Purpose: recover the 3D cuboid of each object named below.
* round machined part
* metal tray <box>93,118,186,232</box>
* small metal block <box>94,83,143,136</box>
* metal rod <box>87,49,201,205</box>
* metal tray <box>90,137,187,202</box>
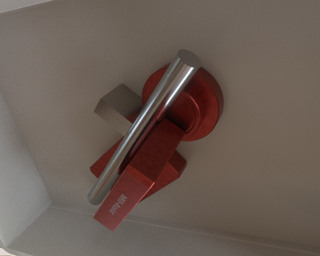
[{"bbox_3d":[0.022,-0.025,0.367,0.098,0.042,0.097,13,124,20],"label":"round machined part"},{"bbox_3d":[-0.026,0.057,0.363,0.030,0.090,0.129,36,135,1],"label":"metal tray"},{"bbox_3d":[-0.047,-0.024,0.399,0.050,0.050,0.025,39,129,1],"label":"small metal block"},{"bbox_3d":[-0.037,0.023,0.389,0.025,0.025,0.298,38,133,2],"label":"metal rod"},{"bbox_3d":[-0.036,0.057,0.456,0.090,0.030,0.129,46,129,-5],"label":"metal tray"}]
